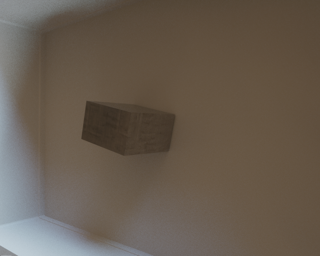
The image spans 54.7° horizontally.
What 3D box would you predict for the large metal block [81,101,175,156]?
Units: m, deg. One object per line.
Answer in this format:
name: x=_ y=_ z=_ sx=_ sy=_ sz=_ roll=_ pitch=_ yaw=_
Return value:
large metal block: x=-0.041 y=-0.002 z=0.399 sx=0.080 sy=0.081 sz=0.050 roll=16 pitch=100 yaw=38
